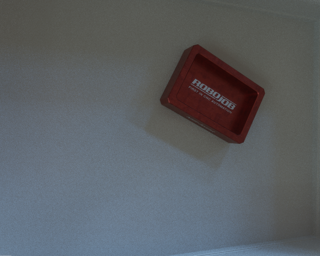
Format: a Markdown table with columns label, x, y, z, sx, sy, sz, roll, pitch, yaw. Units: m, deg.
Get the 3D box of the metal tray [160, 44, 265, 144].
| label | x | y | z | sx | sy | sz | roll | pitch | yaw |
| --- | --- | --- | --- | --- | --- | --- | --- | --- | --- |
| metal tray | 0.077 | -0.045 | 0.437 | 0.131 | 0.030 | 0.090 | 29 | 80 | -18 |
